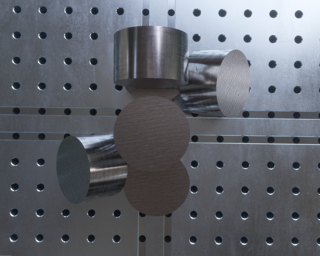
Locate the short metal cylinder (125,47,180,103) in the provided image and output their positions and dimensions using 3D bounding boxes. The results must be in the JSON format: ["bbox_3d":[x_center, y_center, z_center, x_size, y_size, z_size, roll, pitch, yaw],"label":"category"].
[{"bbox_3d":[-0.007,-0.069,0.400,0.081,0.050,0.079,0,91,0],"label":"short metal cylinder"}]

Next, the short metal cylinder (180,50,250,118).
[{"bbox_3d":[0.069,-0.055,0.379,0.050,0.080,0.080,11,90,40],"label":"short metal cylinder"}]

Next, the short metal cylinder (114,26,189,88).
[{"bbox_3d":[-0.009,-0.073,0.334,0.081,0.080,0.050,0,90,0],"label":"short metal cylinder"}]

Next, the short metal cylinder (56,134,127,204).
[{"bbox_3d":[-0.085,0.048,0.380,0.050,0.080,0.080,-2,90,-44],"label":"short metal cylinder"}]

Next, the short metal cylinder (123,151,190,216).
[{"bbox_3d":[-0.004,0.067,0.400,0.081,0.050,0.079,0,91,-1],"label":"short metal cylinder"}]

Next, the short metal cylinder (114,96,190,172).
[{"bbox_3d":[-0.008,0.006,0.350,0.081,0.050,0.079,0,90,0],"label":"short metal cylinder"}]
